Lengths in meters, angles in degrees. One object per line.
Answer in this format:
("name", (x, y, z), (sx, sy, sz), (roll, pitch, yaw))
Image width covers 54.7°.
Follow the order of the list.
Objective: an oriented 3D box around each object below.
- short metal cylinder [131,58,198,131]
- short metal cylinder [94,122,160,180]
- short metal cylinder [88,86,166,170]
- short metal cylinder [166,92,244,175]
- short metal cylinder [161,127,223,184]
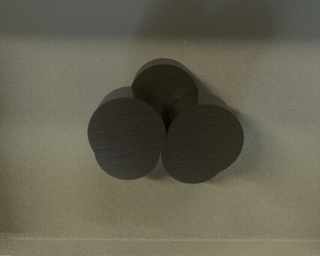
("short metal cylinder", (0.005, -0.042, 0.381), (0.081, 0.050, 0.079), (0, 110, 0))
("short metal cylinder", (-0.040, 0.020, 0.403), (0.081, 0.050, 0.079), (0, 110, 0))
("short metal cylinder", (-0.034, -0.001, 0.342), (0.081, 0.050, 0.079), (0, 110, 0))
("short metal cylinder", (0.047, 0.005, 0.344), (0.081, 0.050, 0.079), (0, 110, 0))
("short metal cylinder", (0.042, 0.025, 0.406), (0.081, 0.050, 0.079), (0, 110, 0))
